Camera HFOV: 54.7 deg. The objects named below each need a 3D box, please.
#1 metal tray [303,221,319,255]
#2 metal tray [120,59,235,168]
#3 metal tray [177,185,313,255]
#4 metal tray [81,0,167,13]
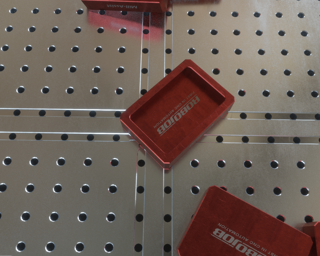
[{"bbox_3d":[0.219,0.175,0.348,0.091,0.030,0.130,3,70,0],"label":"metal tray"},{"bbox_3d":[0.024,-0.021,0.417,0.130,0.030,0.090,-42,76,-14],"label":"metal tray"},{"bbox_3d":[0.096,0.137,0.360,0.130,0.030,0.090,28,72,9],"label":"metal tray"},{"bbox_3d":[-0.051,-0.227,0.471,0.131,0.030,0.090,7,83,11],"label":"metal tray"}]
